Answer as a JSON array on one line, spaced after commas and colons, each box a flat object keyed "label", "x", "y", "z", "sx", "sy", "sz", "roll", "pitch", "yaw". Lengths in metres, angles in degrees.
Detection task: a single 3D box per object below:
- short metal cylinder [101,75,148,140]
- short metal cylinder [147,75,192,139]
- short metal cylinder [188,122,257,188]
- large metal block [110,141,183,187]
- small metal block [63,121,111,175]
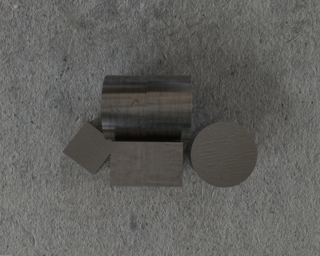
[{"label": "short metal cylinder", "x": -0.040, "y": -0.025, "z": 0.384, "sx": 0.050, "sy": 0.080, "sz": 0.079, "roll": 1, "pitch": 90, "yaw": 0}, {"label": "short metal cylinder", "x": 0.010, "y": -0.025, "z": 0.384, "sx": 0.050, "sy": 0.080, "sz": 0.079, "roll": 1, "pitch": 90, "yaw": 0}, {"label": "short metal cylinder", "x": 0.077, "y": 0.032, "z": 0.399, "sx": 0.081, "sy": 0.050, "sz": 0.079, "roll": 0, "pitch": 90, "yaw": 0}, {"label": "large metal block", "x": -0.015, "y": 0.040, "z": 0.384, "sx": 0.081, "sy": 0.080, "sz": 0.050, "roll": 1, "pitch": 90, "yaw": 0}, {"label": "small metal block", "x": -0.090, "y": 0.026, "z": 0.411, "sx": 0.050, "sy": 0.025, "sz": 0.050, "roll": 38, "pitch": 90, "yaw": 0}]
